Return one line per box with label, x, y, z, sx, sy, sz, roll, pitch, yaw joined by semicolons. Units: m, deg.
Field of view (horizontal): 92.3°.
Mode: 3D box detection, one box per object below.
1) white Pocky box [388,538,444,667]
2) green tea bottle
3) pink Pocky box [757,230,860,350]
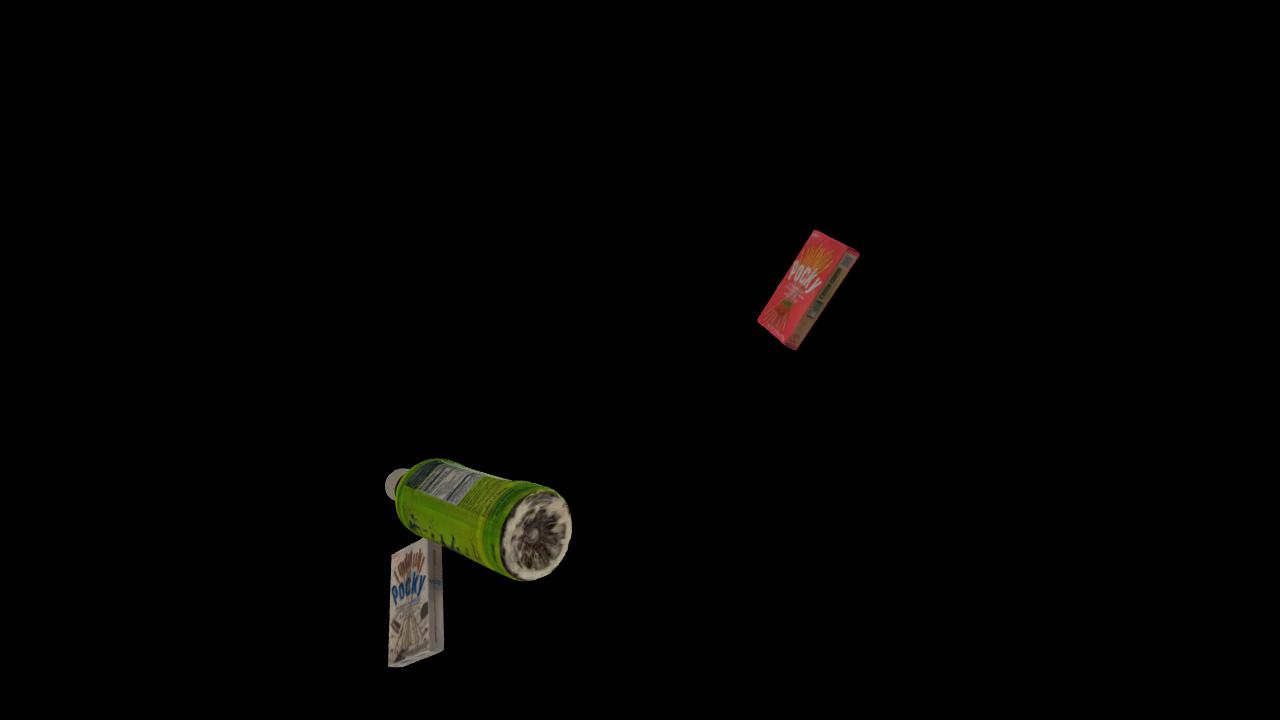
white Pocky box;-0.308;0.330;0.846;0.084;0.154;0.028;-30;-37;23
green tea bottle;-0.149;0.121;0.511;0.212;0.073;0.073;6;4;43
pink Pocky box;0.230;-0.098;0.854;0.029;0.155;0.084;22;19;-28
